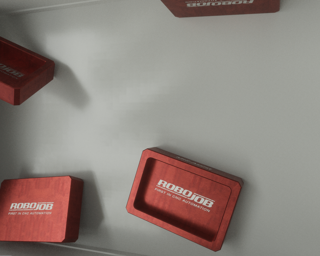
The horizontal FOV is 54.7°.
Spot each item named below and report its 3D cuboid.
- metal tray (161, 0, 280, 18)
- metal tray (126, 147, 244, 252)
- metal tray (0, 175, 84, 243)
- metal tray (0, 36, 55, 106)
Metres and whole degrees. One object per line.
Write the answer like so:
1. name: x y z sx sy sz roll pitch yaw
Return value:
1. metal tray: 0.068 -0.158 0.351 0.130 0.090 0.030 4 92 20
2. metal tray: 0.030 0.087 0.397 0.130 0.030 0.089 19 96 19
3. metal tray: -0.180 0.120 0.457 0.130 0.030 0.090 -6 69 19
4. metal tray: -0.231 -0.090 0.438 0.130 0.090 0.030 25 129 2
